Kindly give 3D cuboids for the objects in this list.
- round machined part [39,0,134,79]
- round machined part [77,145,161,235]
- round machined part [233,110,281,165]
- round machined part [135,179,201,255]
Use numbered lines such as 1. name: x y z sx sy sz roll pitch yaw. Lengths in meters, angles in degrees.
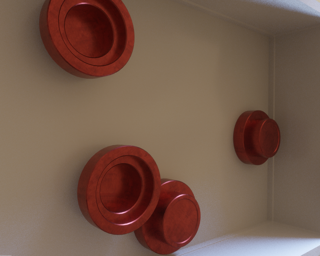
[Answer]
1. round machined part: -0.079 -0.101 0.330 0.099 0.042 0.097 0 90 -40
2. round machined part: -0.050 0.068 0.356 0.099 0.042 0.097 0 90 -40
3. round machined part: 0.177 0.017 0.547 0.099 0.042 0.097 0 90 -40
4. round machined part: 0.016 0.119 0.412 0.099 0.042 0.097 0 90 -40
